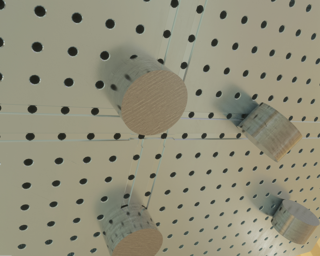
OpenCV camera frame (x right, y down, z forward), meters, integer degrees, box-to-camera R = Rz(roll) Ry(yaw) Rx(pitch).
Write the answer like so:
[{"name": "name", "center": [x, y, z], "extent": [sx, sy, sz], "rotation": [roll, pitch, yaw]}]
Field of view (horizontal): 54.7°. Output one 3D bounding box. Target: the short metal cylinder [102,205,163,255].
[{"name": "short metal cylinder", "center": [-0.043, 0.166, 0.474], "extent": [0.081, 0.050, 0.079], "rotation": [-14, 124, -21]}]

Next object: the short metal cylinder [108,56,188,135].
[{"name": "short metal cylinder", "center": [-0.015, -0.038, 0.363], "extent": [0.081, 0.050, 0.079], "rotation": [-14, 124, -21]}]

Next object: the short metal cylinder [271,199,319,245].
[{"name": "short metal cylinder", "center": [0.284, 0.196, 0.652], "extent": [0.081, 0.080, 0.050], "rotation": [10, 114, -33]}]

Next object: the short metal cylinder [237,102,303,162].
[{"name": "short metal cylinder", "center": [0.165, 0.006, 0.470], "extent": [0.050, 0.080, 0.080], "rotation": [-47, 129, 4]}]
